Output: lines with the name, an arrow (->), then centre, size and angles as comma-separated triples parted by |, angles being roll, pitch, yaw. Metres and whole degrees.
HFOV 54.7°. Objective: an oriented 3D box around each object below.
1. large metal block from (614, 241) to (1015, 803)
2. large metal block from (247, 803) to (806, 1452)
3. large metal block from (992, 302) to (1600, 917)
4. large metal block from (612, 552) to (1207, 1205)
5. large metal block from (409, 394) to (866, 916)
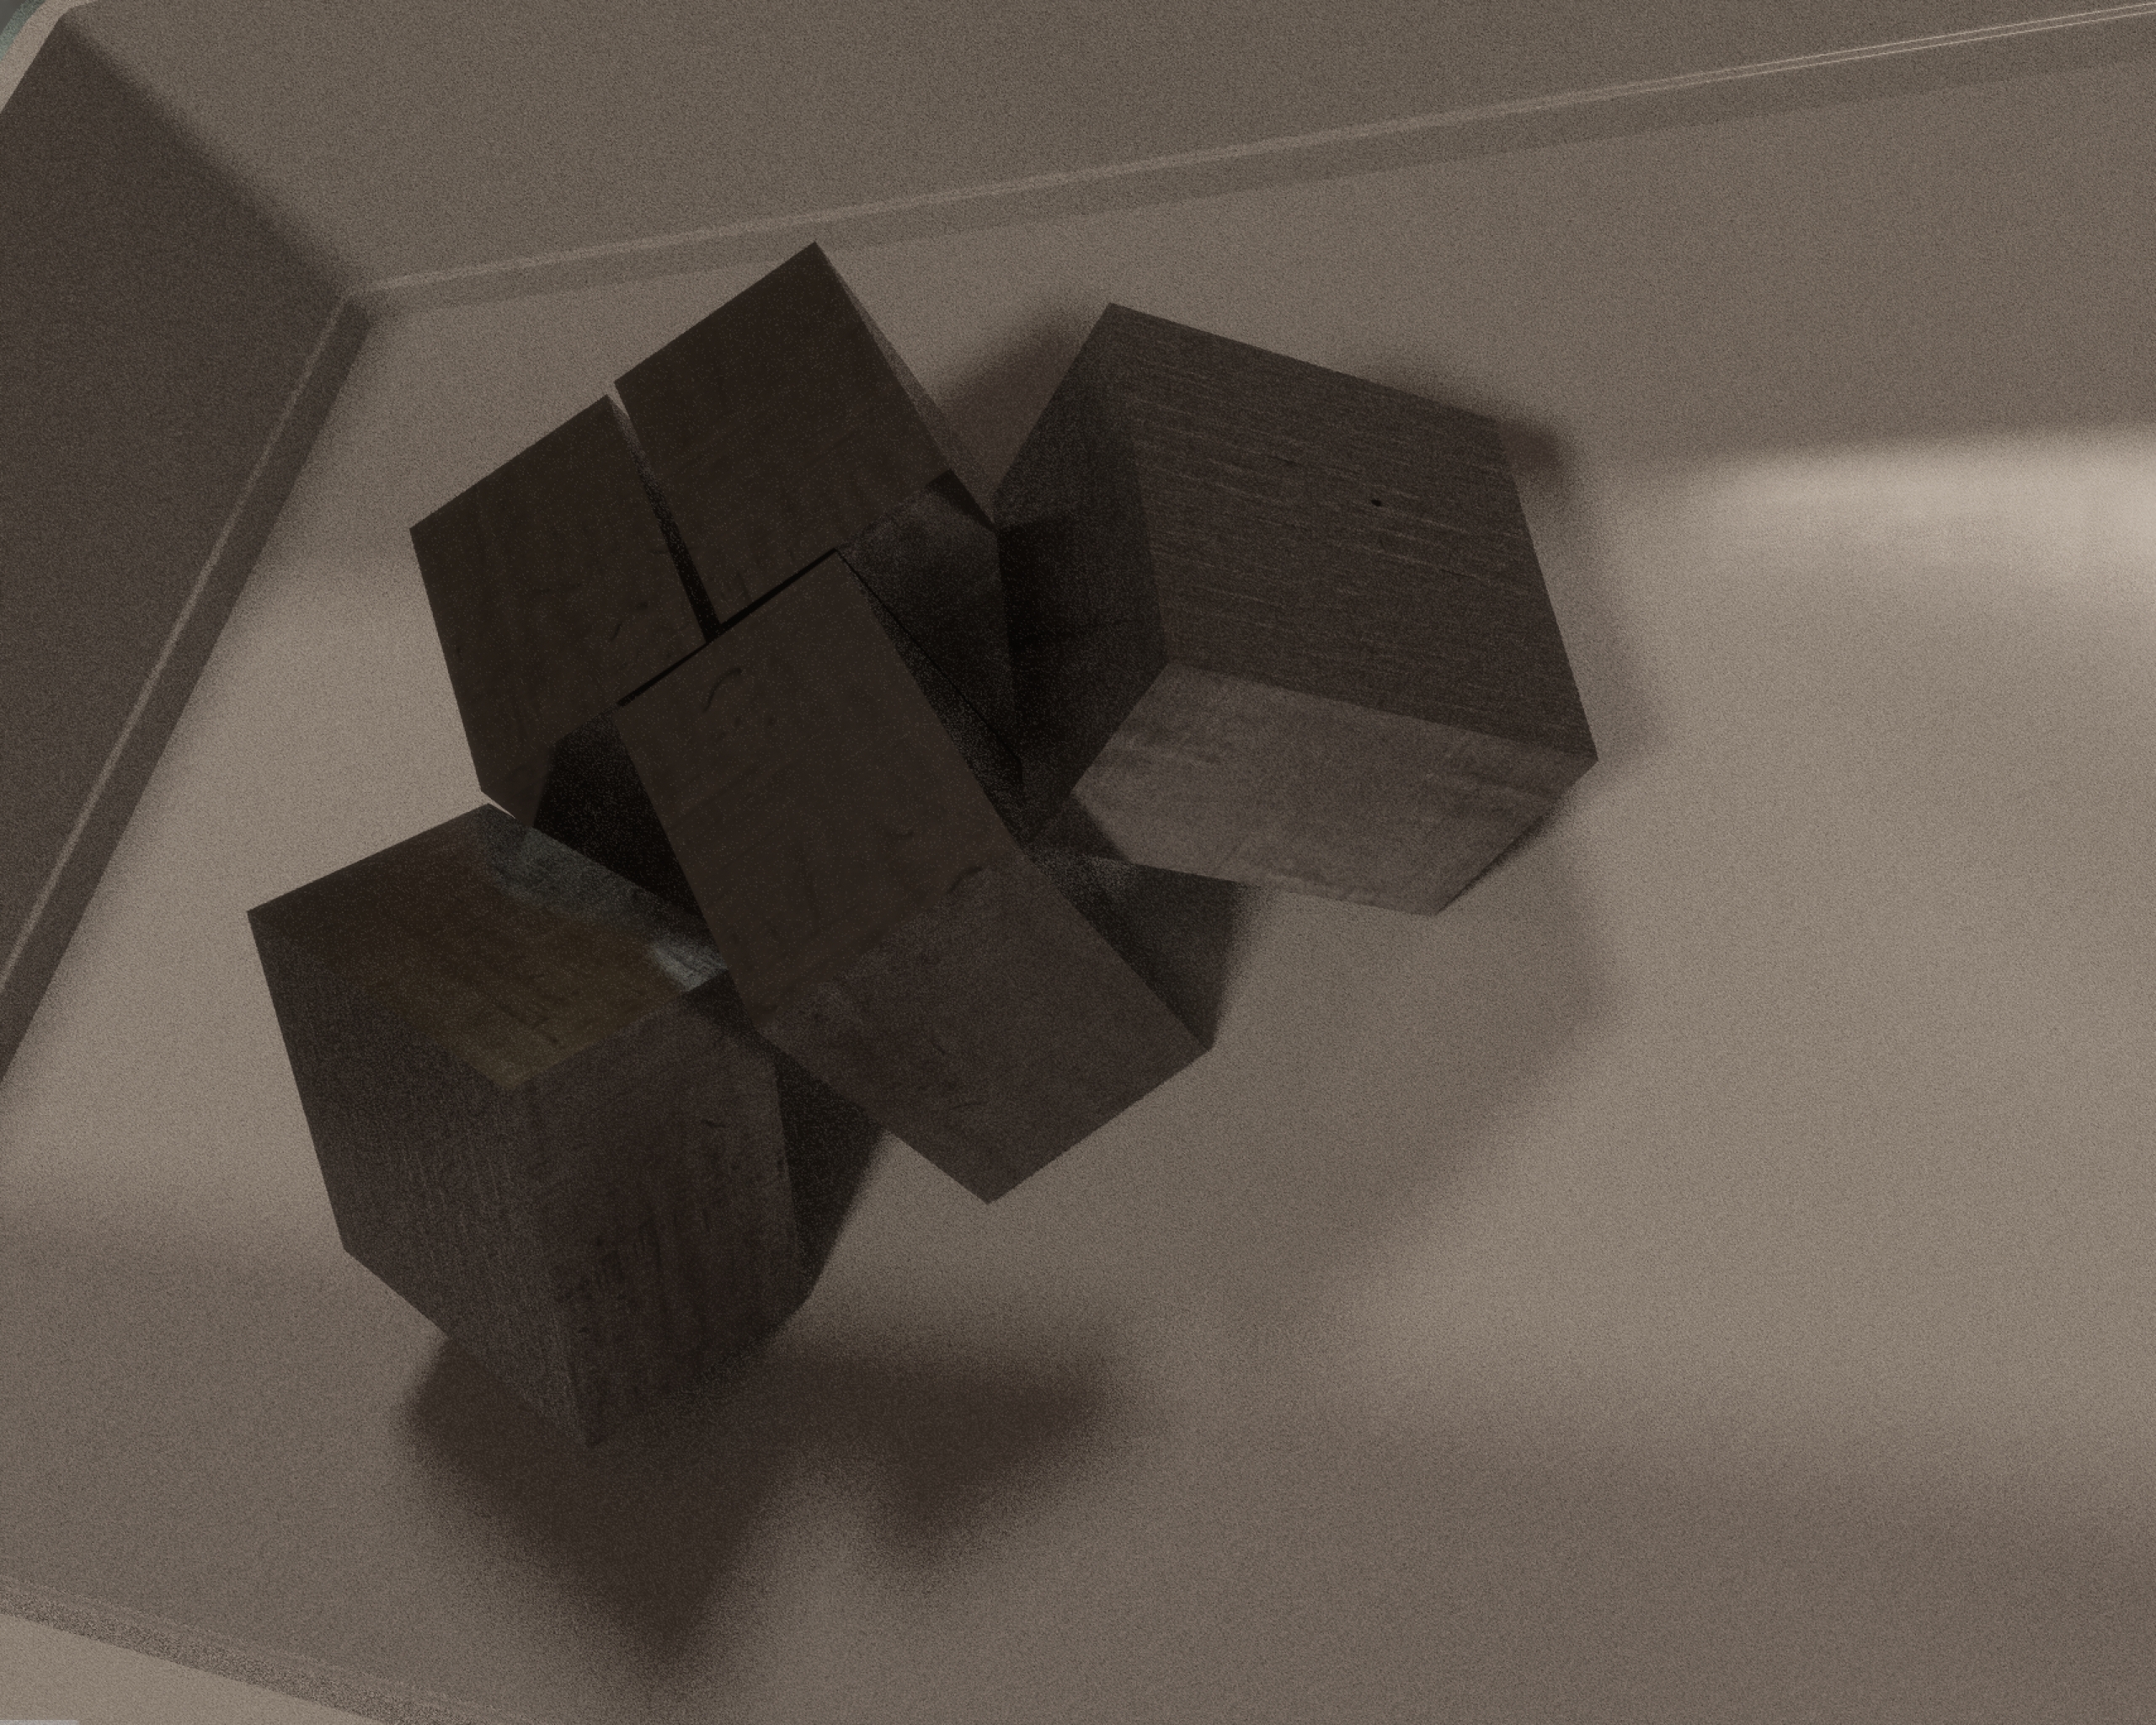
large metal block -> -0.042, -0.065, 0.429 | 0.050, 0.080, 0.080 | -34, 52, 6
large metal block -> -0.099, 0.046, 0.382 | 0.080, 0.079, 0.050 | 24, 40, 36
large metal block -> 0.035, -0.043, 0.367 | 0.050, 0.081, 0.080 | -52, 36, 46
large metal block -> -0.030, 0.004, 0.380 | 0.050, 0.080, 0.080 | -36, 51, 4
large metal block -> -0.086, -0.036, 0.434 | 0.050, 0.080, 0.080 | -33, 52, 7
